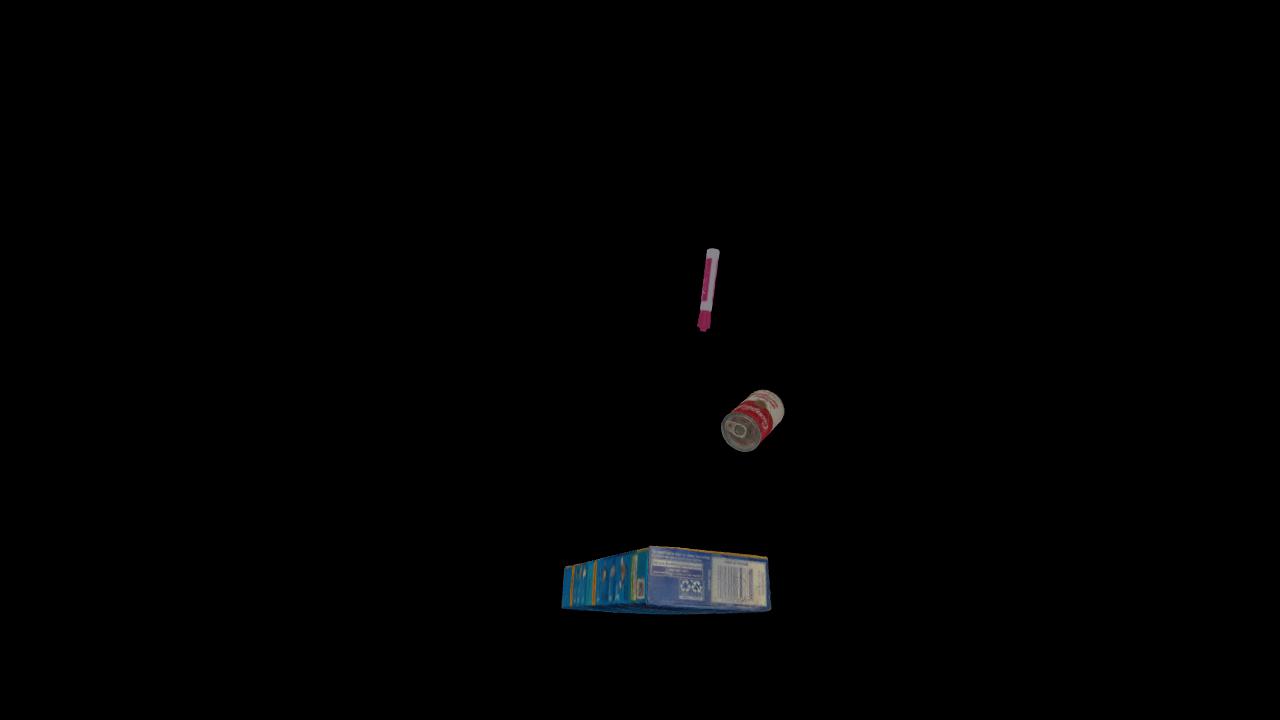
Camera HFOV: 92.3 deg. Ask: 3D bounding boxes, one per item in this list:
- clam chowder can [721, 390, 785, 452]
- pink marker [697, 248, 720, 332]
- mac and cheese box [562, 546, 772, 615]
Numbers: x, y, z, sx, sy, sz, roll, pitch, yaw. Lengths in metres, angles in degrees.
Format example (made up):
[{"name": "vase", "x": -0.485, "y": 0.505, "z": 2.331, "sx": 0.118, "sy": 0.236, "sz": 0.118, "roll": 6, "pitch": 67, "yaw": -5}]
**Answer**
[{"name": "clam chowder can", "x": 0.184, "y": 0.096, "z": 0.991, "sx": 0.068, "sy": 0.068, "sz": 0.102, "roll": 0, "pitch": 19, "yaw": 36}, {"name": "pink marker", "x": 0.098, "y": -0.100, "z": 0.880, "sx": 0.020, "sy": 0.121, "sz": 0.020, "roll": 8, "pitch": -10, "yaw": 1}, {"name": "mac and cheese box", "x": 0.010, "y": 0.172, "z": 0.471, "sx": 0.093, "sy": 0.041, "sz": 0.184, "roll": 11, "pitch": -25, "yaw": -22}]
